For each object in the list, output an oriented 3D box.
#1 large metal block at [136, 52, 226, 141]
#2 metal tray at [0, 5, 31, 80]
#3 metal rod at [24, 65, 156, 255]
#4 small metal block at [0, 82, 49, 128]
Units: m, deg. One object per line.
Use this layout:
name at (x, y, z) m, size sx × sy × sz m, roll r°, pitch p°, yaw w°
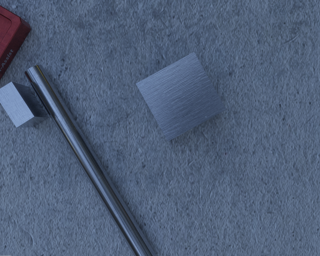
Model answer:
large metal block at (0.025, -0.038, 0.398) m, size 0.080 × 0.050 × 0.080 m, roll -29°, pitch 90°, yaw 0°
metal tray at (-0.244, -0.105, 0.404) m, size 0.090 × 0.030 × 0.130 m, roll 31°, pitch 90°, yaw -1°
metal rod at (-0.089, 0.052, 0.408) m, size 0.025 × 0.025 × 0.299 m, roll -31°, pitch 90°, yaw 0°
small metal block at (-0.175, -0.028, 0.395) m, size 0.025 × 0.050 × 0.050 m, roll -33°, pitch 90°, yaw 0°
